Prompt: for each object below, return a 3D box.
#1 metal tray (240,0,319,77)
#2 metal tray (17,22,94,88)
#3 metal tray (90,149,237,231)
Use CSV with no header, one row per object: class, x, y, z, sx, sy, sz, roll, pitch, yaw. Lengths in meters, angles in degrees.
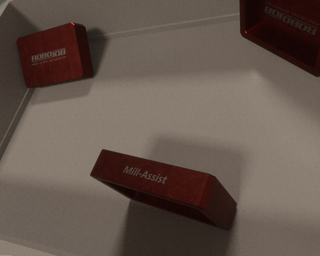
metal tray,0.149,-0.127,0.360,0.030,0.090,0.130,-33,50,-12
metal tray,-0.184,-0.123,0.540,0.130,0.030,0.089,-6,97,24
metal tray,0.004,0.064,0.321,0.130,0.090,0.030,9,67,32
